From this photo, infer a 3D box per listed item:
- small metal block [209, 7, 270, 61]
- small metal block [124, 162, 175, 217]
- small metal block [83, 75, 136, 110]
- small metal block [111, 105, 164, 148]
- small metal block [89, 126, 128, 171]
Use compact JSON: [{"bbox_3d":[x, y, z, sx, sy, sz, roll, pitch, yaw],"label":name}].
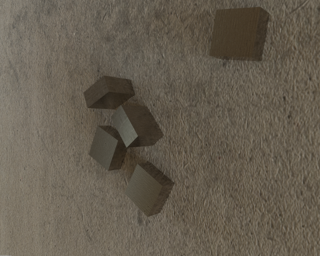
[{"bbox_3d":[0.085,-0.100,0.335,0.050,0.025,0.050,13,99,39],"label":"small metal block"},{"bbox_3d":[-0.015,0.082,0.417,0.050,0.025,0.050,37,113,33],"label":"small metal block"},{"bbox_3d":[-0.073,-0.050,0.449,0.050,0.050,0.025,-30,72,36],"label":"small metal block"},{"bbox_3d":[-0.030,-0.003,0.414,0.025,0.050,0.050,-45,63,31],"label":"small metal block"},{"bbox_3d":[-0.077,0.029,0.469,0.050,0.025,0.050,32,110,35],"label":"small metal block"}]
